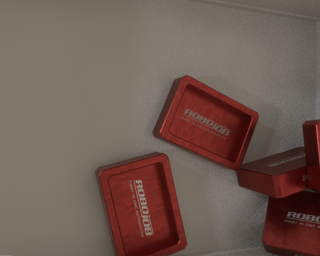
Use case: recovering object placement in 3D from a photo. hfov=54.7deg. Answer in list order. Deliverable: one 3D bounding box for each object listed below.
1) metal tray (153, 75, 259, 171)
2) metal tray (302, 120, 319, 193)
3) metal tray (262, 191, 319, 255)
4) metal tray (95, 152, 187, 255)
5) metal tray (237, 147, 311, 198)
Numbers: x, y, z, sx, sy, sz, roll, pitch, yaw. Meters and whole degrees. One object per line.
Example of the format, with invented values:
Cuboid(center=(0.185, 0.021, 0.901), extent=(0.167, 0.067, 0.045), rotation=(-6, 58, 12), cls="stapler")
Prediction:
Cuboid(center=(0.066, -0.005, 0.431), extent=(0.131, 0.030, 0.090), rotation=(25, 82, -19), cls="metal tray")
Cuboid(center=(0.251, 0.029, 0.388), extent=(0.131, 0.030, 0.089), rotation=(-6, 91, -7), cls="metal tray")
Cuboid(center=(0.215, 0.135, 0.424), extent=(0.090, 0.130, 0.030), rotation=(-66, 146, -34), cls="metal tray")
Cuboid(center=(-0.023, 0.104, 0.399), extent=(0.091, 0.030, 0.129), rotation=(-14, 95, -20), cls="metal tray")
Cuboid(center=(0.189, 0.059, 0.445), extent=(0.131, 0.090, 0.030), rotation=(-13, 95, -20), cls="metal tray")
